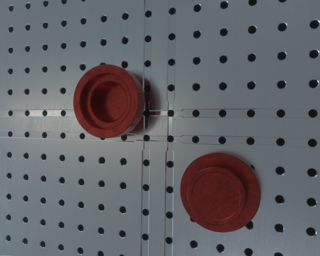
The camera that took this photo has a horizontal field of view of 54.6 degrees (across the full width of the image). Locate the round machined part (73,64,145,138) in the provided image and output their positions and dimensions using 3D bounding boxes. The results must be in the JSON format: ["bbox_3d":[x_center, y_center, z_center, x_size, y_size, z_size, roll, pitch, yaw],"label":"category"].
[{"bbox_3d":[-0.066,-0.035,0.427,0.098,0.042,0.097,0,90,20],"label":"round machined part"}]

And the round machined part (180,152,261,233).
[{"bbox_3d":[0.071,0.079,0.379,0.098,0.042,0.097,0,90,20],"label":"round machined part"}]
